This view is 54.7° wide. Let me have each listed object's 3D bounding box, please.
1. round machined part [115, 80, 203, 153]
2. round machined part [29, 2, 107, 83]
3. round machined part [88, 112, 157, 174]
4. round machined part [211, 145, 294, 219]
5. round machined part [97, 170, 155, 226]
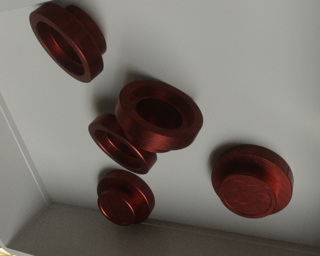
[{"bbox_3d":[-0.004,-0.010,0.357,0.098,0.098,0.042,31,128,8],"label":"round machined part"},{"bbox_3d":[-0.103,-0.105,0.368,0.098,0.042,0.098,35,157,18],"label":"round machined part"},{"bbox_3d":[-0.044,0.014,0.413,0.098,0.042,0.098,30,153,18],"label":"round machined part"},{"bbox_3d":[0.111,0.073,0.384,0.098,0.042,0.097,13,124,20],"label":"round machined part"},{"bbox_3d":[-0.061,0.119,0.502,0.098,0.042,0.097,13,124,20],"label":"round machined part"}]
